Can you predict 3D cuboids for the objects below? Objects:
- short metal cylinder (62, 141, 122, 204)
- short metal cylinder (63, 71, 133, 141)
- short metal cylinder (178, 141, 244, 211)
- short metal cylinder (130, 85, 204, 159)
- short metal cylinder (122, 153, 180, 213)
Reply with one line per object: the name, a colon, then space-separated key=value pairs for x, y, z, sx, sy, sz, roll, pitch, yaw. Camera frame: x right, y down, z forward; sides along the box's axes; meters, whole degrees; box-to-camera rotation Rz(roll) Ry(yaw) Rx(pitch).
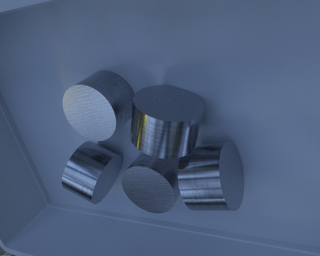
short metal cylinder: x=-0.099 y=0.066 z=0.461 sx=0.050 sy=0.080 sz=0.079 roll=24 pitch=127 yaw=13
short metal cylinder: x=-0.080 y=-0.030 z=0.412 sx=0.080 sy=0.050 sz=0.079 roll=13 pitch=124 yaw=20
short metal cylinder: x=0.063 y=0.059 z=0.373 sx=0.050 sy=0.080 sz=0.080 roll=-9 pitch=114 yaw=32
short metal cylinder: x=0.007 y=-0.009 z=0.362 sx=0.080 sy=0.080 sz=0.050 roll=20 pitch=126 yaw=16
short metal cylinder: x=-0.006 y=0.073 z=0.437 sx=0.080 sy=0.050 sz=0.079 roll=13 pitch=124 yaw=20
